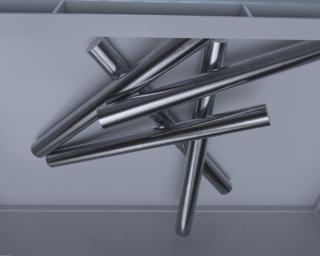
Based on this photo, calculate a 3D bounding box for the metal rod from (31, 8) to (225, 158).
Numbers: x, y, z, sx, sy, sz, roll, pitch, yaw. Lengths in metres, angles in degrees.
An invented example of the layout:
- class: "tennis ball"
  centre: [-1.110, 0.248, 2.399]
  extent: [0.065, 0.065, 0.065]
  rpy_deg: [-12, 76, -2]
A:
- class: "metal rod"
  centre: [-0.060, -0.032, 0.351]
  extent: [0.299, 0.025, 0.025]
  rpy_deg: [-30, 125, 33]

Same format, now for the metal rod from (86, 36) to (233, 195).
- class: "metal rod"
  centre: [0.017, 0.003, 0.411]
  extent: [0.025, 0.025, 0.300]
  rpy_deg: [-29, 125, 22]

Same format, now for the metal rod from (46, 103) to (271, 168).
- class: "metal rod"
  centre: [-0.020, 0.015, 0.387]
  extent: [0.300, 0.025, 0.025]
  rpy_deg: [-12, 130, 23]

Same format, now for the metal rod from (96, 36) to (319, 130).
- class: "metal rod"
  centre: [0.081, -0.056, 0.327]
  extent: [0.302, 0.025, 0.025]
  rpy_deg: [-18, 129, 0]

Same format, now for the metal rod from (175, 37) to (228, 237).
- class: "metal rod"
  centre: [0.048, 0.033, 0.406]
  extent: [0.025, 0.025, 0.298]
  rpy_deg: [3, 121, -4]
